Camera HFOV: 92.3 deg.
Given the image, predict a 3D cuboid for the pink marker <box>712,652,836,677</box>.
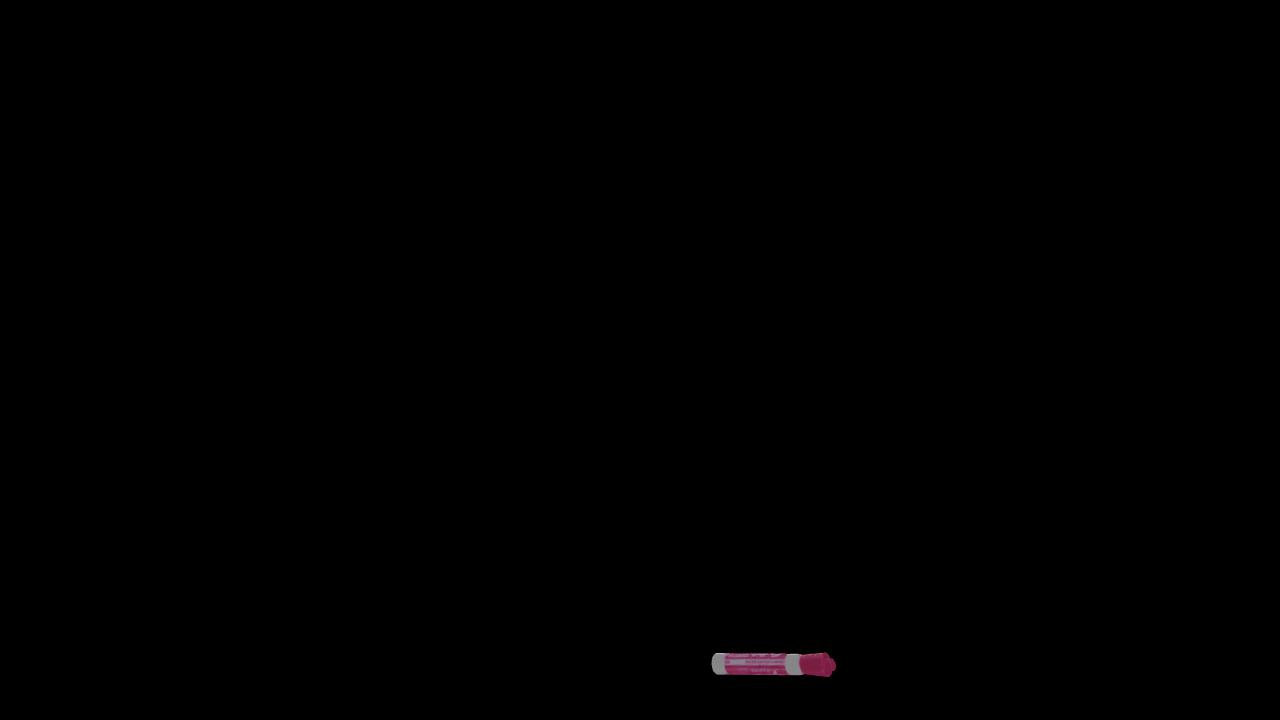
[{"bbox_3d":[0.119,0.276,0.557,0.121,0.020,0.020,-21,-13,37],"label":"pink marker"}]
